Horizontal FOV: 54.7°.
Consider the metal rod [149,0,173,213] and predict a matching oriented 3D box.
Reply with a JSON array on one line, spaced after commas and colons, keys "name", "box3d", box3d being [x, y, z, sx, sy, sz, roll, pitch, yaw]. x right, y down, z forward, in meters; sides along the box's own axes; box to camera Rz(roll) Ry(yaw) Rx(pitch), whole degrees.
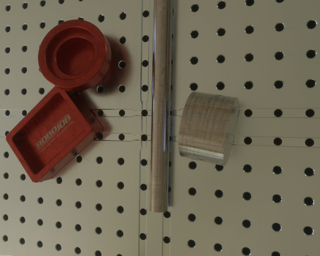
[{"name": "metal rod", "box3d": [0.001, -0.040, 0.411, 0.025, 0.025, 0.298, 1, 90, 19]}]

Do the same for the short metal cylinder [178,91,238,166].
[{"name": "short metal cylinder", "box3d": [0.058, 0.000, 0.362, 0.050, 0.080, 0.079, 11, 94, 19]}]

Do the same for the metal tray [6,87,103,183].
[{"name": "metal tray", "box3d": [-0.161, 0.009, 0.464, 0.130, 0.030, 0.090, -41, 78, 15]}]

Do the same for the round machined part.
[{"name": "round machined part", "box3d": [-0.115, -0.097, 0.435, 0.098, 0.042, 0.097, -2, 79, 10]}]
